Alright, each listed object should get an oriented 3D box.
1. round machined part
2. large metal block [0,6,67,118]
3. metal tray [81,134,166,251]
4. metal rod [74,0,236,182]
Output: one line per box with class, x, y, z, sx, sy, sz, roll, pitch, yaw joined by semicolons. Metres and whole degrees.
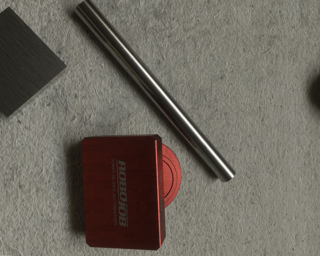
round machined part;-0.017;0.064;0.395;0.099;0.042;0.097;0;90;-21
large metal block;-0.162;-0.067;0.336;0.080;0.050;0.080;-46;105;-14
metal tray;-0.043;0.074;0.367;0.090;0.030;0.129;-2;92;12
metal rod;0.002;-0.040;0.410;0.025;0.025;0.300;-45;104;-15
